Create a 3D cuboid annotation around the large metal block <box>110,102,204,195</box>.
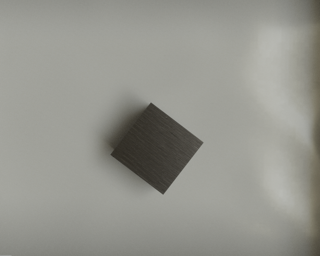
[{"bbox_3d":[-0.003,0.025,0.399,0.080,0.050,0.080,38,90,0],"label":"large metal block"}]
